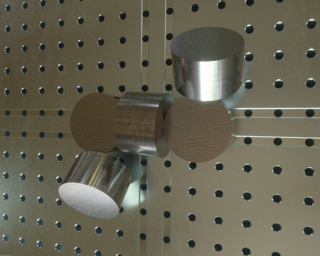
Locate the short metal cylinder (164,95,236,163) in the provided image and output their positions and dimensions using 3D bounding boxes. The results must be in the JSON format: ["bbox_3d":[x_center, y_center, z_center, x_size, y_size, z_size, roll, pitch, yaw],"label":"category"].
[{"bbox_3d":[0.051,0.000,0.380,0.080,0.050,0.079,0,90,19],"label":"short metal cylinder"}]

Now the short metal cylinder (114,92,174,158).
[{"bbox_3d":[-0.016,-0.005,0.388,0.050,0.080,0.079,5,92,19],"label":"short metal cylinder"}]

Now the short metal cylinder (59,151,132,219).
[{"bbox_3d":[-0.083,0.075,0.405,0.080,0.050,0.080,11,137,11],"label":"short metal cylinder"}]

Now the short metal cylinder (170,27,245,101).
[{"bbox_3d":[0.054,-0.075,0.357,0.080,0.080,0.050,9,135,19],"label":"short metal cylinder"}]

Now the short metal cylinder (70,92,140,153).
[{"bbox_3d":[-0.073,-0.006,0.423,0.080,0.050,0.079,0,90,19],"label":"short metal cylinder"}]
